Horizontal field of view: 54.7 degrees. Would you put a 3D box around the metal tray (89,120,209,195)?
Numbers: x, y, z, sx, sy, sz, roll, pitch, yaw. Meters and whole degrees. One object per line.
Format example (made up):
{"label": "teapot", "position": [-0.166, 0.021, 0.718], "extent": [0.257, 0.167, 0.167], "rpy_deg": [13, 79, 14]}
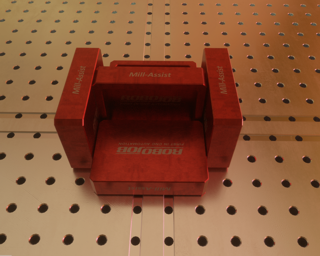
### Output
{"label": "metal tray", "position": [-0.012, 0.033, 0.374], "extent": [0.131, 0.030, 0.090], "rpy_deg": [1, 50, 0]}

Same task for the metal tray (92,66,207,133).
{"label": "metal tray", "position": [-0.012, -0.033, 0.391], "extent": [0.131, 0.089, 0.030], "rpy_deg": [1, 50, 0]}

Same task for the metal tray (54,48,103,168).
{"label": "metal tray", "position": [-0.092, -0.027, 0.386], "extent": [0.030, 0.089, 0.130], "rpy_deg": [1, 50, 0]}

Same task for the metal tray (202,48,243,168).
{"label": "metal tray", "position": [0.070, -0.027, 0.388], "extent": [0.030, 0.089, 0.130], "rpy_deg": [1, 50, 0]}

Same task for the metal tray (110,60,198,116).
{"label": "metal tray", "position": [-0.010, -0.059, 0.454], "extent": [0.131, 0.030, 0.090], "rpy_deg": [1, 50, 0]}
